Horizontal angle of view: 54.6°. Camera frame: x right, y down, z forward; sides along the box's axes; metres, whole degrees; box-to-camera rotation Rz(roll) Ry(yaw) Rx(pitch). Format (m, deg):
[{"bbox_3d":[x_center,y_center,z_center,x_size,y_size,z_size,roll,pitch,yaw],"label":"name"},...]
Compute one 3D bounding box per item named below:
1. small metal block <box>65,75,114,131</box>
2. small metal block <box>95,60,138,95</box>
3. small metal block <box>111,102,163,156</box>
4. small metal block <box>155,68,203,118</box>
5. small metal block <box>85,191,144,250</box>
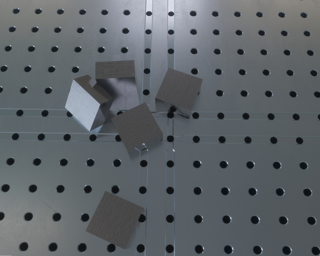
[{"bbox_3d":[-0.093,-0.033,0.407,0.050,0.050,0.025,42,40,14],"label":"small metal block"},{"bbox_3d":[-0.058,-0.067,0.423,0.050,0.050,0.025,-4,70,-1],"label":"small metal block"},{"bbox_3d":[-0.030,0.002,0.411,0.050,0.025,0.050,-26,72,-9],"label":"small metal block"},{"bbox_3d":[0.026,-0.049,0.430,0.050,0.025,0.050,20,71,7],"label":"small metal block"},{"bbox_3d":[-0.052,0.110,0.371,0.050,0.025,0.050,22,71,8],"label":"small metal block"}]
